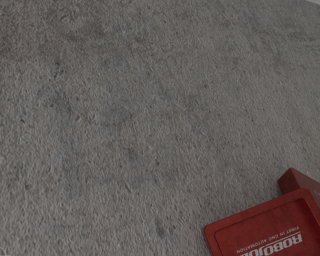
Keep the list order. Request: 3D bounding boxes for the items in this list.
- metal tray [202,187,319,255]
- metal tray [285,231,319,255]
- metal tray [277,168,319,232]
[{"bbox_3d":[0.124,0.132,0.347,0.131,0.030,0.090,-20,70,-5],"label":"metal tray"},{"bbox_3d":[0.220,0.192,0.401,0.131,0.030,0.090,20,54,-16],"label":"metal tray"},{"bbox_3d":[0.234,0.117,0.429,0.131,0.030,0.090,29,25,-9],"label":"metal tray"}]
